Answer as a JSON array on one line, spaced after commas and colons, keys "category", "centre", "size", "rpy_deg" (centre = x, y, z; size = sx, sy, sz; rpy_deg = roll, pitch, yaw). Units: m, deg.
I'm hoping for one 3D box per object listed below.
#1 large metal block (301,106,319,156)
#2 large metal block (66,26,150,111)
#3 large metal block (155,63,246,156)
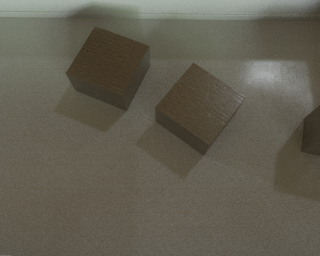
[{"category": "large metal block", "centre": [0.233, 0.005, 0.380], "size": [0.080, 0.080, 0.050], "rpy_deg": [13, 71, 4]}, {"category": "large metal block", "centre": [-0.067, -0.081, 0.425], "size": [0.080, 0.050, 0.080], "rpy_deg": [22, 72, 8]}, {"category": "large metal block", "centre": [0.051, -0.024, 0.405], "size": [0.080, 0.050, 0.080], "rpy_deg": [36, 74, 12]}]
